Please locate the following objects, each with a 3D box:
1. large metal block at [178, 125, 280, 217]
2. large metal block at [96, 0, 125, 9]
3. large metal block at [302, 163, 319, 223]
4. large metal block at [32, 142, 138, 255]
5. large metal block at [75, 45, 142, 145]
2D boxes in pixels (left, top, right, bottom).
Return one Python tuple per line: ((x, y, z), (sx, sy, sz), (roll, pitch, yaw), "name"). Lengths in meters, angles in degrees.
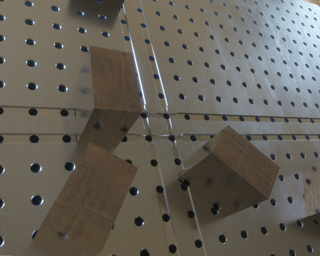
((0.083, 0.056, 0.383), (0.080, 0.080, 0.050), (39, 51, -2), "large metal block")
((-0.091, -0.249, 0.495), (0.081, 0.050, 0.080), (12, 57, -22), "large metal block")
((0.270, 0.106, 0.472), (0.080, 0.050, 0.080), (25, 53, -13), "large metal block")
((-0.071, 0.073, 0.290), (0.050, 0.080, 0.080), (30, 52, -9), "large metal block")
((-0.064, -0.034, 0.359), (0.050, 0.080, 0.080), (4, 60, -26), "large metal block")
